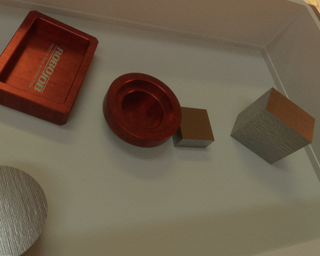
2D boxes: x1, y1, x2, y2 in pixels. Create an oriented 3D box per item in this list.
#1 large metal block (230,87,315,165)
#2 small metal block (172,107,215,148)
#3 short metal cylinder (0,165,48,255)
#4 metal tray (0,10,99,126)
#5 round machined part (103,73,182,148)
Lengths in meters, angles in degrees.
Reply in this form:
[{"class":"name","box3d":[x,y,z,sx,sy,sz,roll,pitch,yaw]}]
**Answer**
[{"class":"large metal block","box3d":[0.167,-0.001,0.463,0.080,0.080,0.050,35,51,-6]},{"class":"small metal block","box3d":[0.043,0.000,0.431,0.050,0.025,0.050,4,60,-26]},{"class":"short metal cylinder","box3d":[-0.143,0.078,0.265,0.081,0.050,0.080,14,56,-21]},{"class":"metal tray","box3d":[-0.137,-0.075,0.375,0.091,0.030,0.130,22,53,-16]},{"class":"round machined part","box3d":[-0.025,-0.019,0.394,0.099,0.042,0.098,14,56,-21]}]
